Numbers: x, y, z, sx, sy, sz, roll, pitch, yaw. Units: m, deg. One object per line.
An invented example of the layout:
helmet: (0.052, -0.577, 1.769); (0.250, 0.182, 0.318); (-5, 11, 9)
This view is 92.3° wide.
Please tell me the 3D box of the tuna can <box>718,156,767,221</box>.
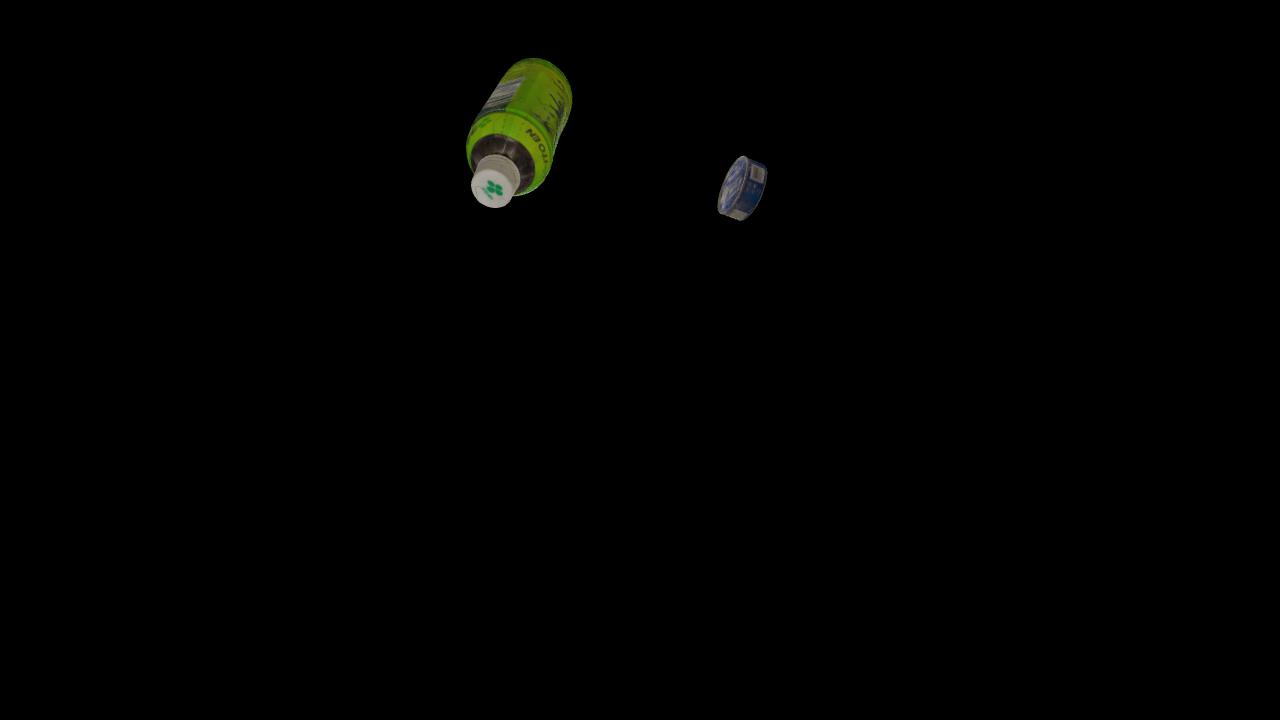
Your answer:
tuna can: (0.143, -0.240, 0.861); (0.034, 0.084, 0.084); (16, -4, -16)

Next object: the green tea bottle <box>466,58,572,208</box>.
green tea bottle: (-0.103, -0.191, 0.519); (0.073, 0.073, 0.212); (0, 41, 5)
